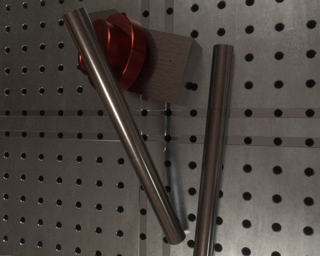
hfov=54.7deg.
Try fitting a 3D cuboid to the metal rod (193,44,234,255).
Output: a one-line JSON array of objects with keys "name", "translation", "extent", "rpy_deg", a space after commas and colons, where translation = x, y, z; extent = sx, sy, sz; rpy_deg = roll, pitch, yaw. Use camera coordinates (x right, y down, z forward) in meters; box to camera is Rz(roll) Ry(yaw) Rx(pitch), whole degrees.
[{"name": "metal rod", "translation": [0.065, 0.047, 0.389], "extent": [0.025, 0.025, 0.298], "rpy_deg": [6, 92, 19]}]

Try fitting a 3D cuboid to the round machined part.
[{"name": "round machined part", "translation": [-0.064, -0.092, 0.378], "extent": [0.098, 0.042, 0.098], "rpy_deg": [-11, 74, 45]}]

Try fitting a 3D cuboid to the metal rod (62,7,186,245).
[{"name": "metal rod", "translation": [-0.033, 0.013, 0.361], "extent": [0.025, 0.025, 0.299], "rpy_deg": [-16, 109, 19]}]

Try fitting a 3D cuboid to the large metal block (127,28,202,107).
[{"name": "large metal block", "translation": [0.000, -0.078, 0.399], "extent": [0.080, 0.050, 0.080], "rpy_deg": [17, 96, 18]}]

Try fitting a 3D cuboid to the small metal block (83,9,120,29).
[{"name": "small metal block", "translation": [-0.081, -0.137, 0.440], "extent": [0.050, 0.025, 0.050], "rpy_deg": [-2, 89, 19]}]
